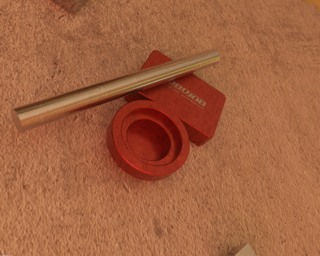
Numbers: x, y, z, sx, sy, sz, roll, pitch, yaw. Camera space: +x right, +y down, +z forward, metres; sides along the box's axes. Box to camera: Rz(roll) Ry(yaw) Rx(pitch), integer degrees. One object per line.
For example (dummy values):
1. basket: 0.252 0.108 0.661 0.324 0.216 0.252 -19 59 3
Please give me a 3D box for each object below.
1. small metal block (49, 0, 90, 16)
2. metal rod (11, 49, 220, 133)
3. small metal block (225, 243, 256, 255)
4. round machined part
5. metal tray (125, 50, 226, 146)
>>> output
1. small metal block: -0.134 -0.201 0.455 0.050 0.025 0.050 31 51 -8
2. metal rod: -0.027 -0.058 0.386 0.302 0.025 0.025 -25 76 -37
3. small metal block: 0.093 0.169 0.352 0.050 0.025 0.050 -24 75 -37
4. round machined part: -0.017 0.018 0.374 0.099 0.042 0.098 14 56 -21
5. metal tray: 0.025 -0.044 0.443 0.130 0.030 0.090 32 51 -8
